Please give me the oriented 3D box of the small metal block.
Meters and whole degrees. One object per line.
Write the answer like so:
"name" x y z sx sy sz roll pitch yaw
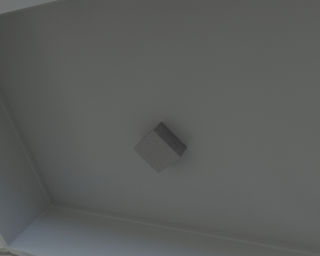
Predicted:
"small metal block" 0.000 0.028 0.426 0.050 0.025 0.050 45 129 -3
